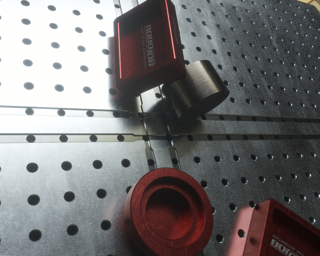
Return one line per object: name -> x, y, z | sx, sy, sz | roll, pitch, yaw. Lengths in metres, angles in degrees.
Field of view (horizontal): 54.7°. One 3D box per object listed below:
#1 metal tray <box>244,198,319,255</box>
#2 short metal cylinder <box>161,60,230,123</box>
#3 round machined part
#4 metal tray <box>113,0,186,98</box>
metal tray -> 0.177, 0.164, 0.402 | 0.130, 0.030, 0.090 | 34, 51, -6
short metal cylinder -> 0.049, -0.050, 0.431 | 0.081, 0.080, 0.050 | -18, 72, -35
round machined part -> 0.006, 0.097, 0.343 | 0.099, 0.042, 0.098 | 14, 56, -21
metal tray -> -0.018, -0.115, 0.427 | 0.030, 0.090, 0.130 | 36, 40, -51
